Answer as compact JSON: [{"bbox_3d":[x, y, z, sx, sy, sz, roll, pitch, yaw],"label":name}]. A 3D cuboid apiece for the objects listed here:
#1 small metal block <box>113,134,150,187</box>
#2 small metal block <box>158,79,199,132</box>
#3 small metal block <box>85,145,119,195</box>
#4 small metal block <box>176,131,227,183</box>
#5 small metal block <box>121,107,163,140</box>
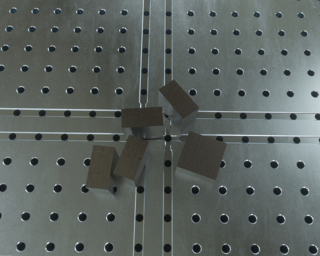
[{"bbox_3d":[-0.033,0.042,0.383,0.025,0.050,0.050,19,71,6],"label":"small metal block"},{"bbox_3d":[0.023,-0.028,0.409,0.025,0.050,0.050,-36,74,-12],"label":"small metal block"},{"bbox_3d":[-0.069,0.053,0.378,0.025,0.050,0.050,6,70,2],"label":"small metal block"},{"bbox_3d":[0.053,0.038,0.399,0.050,0.025,0.050,19,71,6],"label":"small metal block"},{"bbox_3d":[-0.022,-0.005,0.400,0.050,0.050,0.025,-4,70,-2],"label":"small metal block"}]
